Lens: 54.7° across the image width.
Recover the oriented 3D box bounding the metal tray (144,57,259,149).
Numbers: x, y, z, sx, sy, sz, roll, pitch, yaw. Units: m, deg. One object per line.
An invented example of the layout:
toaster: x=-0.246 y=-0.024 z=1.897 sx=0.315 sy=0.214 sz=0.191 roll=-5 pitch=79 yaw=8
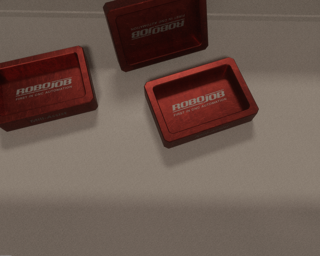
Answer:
metal tray: x=0.054 y=-0.035 z=0.420 sx=0.131 sy=0.030 sz=0.090 roll=-18 pitch=71 yaw=-7

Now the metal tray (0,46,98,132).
metal tray: x=-0.160 y=-0.055 z=0.425 sx=0.131 sy=0.030 sz=0.090 roll=-14 pitch=71 yaw=-6

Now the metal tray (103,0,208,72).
metal tray: x=-0.002 y=-0.137 z=0.423 sx=0.131 sy=0.090 sz=0.030 roll=-18 pitch=44 yaw=-7
